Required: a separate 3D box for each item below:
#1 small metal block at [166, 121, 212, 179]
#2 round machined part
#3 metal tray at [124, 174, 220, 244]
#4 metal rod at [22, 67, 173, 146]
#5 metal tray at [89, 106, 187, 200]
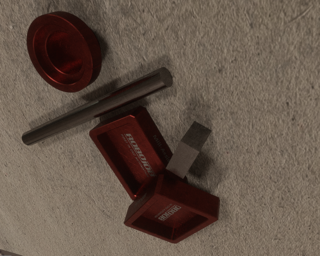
[{"bbox_3d":[0.036,0.027,0.387,0.025,0.050,0.050,31,128,8],"label":"small metal block"},{"bbox_3d":[-0.115,-0.098,0.394,0.098,0.042,0.097,13,124,20],"label":"round machined part"},{"bbox_3d":[0.013,0.120,0.438,0.090,0.030,0.129,25,140,-11],"label":"metal tray"},{"bbox_3d":[-0.109,-0.021,0.449,0.300,0.025,0.025,-19,109,35],"label":"metal rod"},{"bbox_3d":[-0.031,0.041,0.443,0.090,0.030,0.130,-19,109,35],"label":"metal tray"}]
